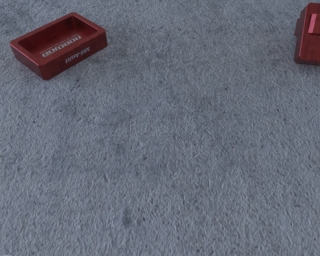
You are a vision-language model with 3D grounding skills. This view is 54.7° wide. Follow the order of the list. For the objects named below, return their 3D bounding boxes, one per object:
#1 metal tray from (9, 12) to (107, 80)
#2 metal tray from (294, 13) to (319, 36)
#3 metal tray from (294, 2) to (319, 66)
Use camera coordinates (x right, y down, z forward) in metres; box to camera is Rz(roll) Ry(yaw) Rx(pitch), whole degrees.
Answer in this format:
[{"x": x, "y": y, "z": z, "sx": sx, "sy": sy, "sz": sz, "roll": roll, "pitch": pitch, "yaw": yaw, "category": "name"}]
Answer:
[{"x": -0.165, "y": -0.141, "z": 0.516, "sx": 0.090, "sy": 0.030, "sz": 0.131, "roll": 35, "pitch": 58, "yaw": 25, "category": "metal tray"}, {"x": 0.301, "y": -0.162, "z": 0.507, "sx": 0.131, "sy": 0.030, "sz": 0.090, "roll": 8, "pitch": 15, "yaw": 6, "category": "metal tray"}, {"x": 0.288, "y": -0.142, "z": 0.487, "sx": 0.131, "sy": 0.030, "sz": 0.089, "roll": 8, "pitch": 91, "yaw": 6, "category": "metal tray"}]
